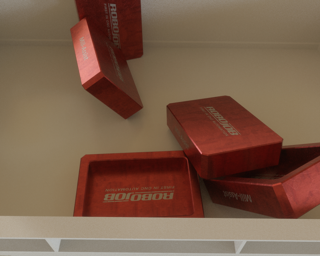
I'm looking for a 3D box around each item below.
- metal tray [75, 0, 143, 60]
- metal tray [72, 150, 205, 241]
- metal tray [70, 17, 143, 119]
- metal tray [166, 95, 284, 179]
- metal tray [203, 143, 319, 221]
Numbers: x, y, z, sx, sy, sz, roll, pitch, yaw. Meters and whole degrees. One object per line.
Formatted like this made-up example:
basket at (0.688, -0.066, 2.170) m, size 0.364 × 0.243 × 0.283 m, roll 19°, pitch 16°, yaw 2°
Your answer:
metal tray at (-0.075, -0.160, 0.471) m, size 0.091 × 0.129 × 0.030 m, roll -15°, pitch 52°, yaw -12°
metal tray at (-0.023, 0.071, 0.341) m, size 0.131 × 0.030 × 0.090 m, roll -2°, pitch 50°, yaw -3°
metal tray at (-0.075, -0.084, 0.430) m, size 0.030 × 0.090 × 0.130 m, roll -33°, pitch 51°, yaw 15°
metal tray at (0.068, 0.004, 0.367) m, size 0.091 × 0.030 × 0.130 m, roll -9°, pitch 29°, yaw -13°
metal tray at (0.111, 0.047, 0.303) m, size 0.091 × 0.130 × 0.030 m, roll -23°, pitch 91°, yaw -19°
